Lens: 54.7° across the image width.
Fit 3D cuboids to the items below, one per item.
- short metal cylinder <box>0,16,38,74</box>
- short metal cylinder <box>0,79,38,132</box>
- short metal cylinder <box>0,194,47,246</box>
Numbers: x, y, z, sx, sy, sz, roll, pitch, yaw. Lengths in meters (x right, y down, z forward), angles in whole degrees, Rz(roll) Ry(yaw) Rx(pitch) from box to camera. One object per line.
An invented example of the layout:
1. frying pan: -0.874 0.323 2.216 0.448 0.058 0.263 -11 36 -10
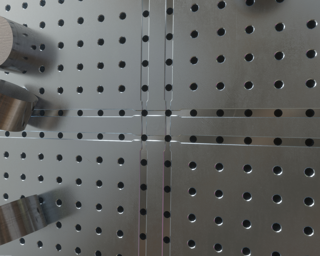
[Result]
1. short metal cylinder: -0.241 -0.128 0.482 0.080 0.050 0.079 0 90 19
2. short metal cylinder: -0.232 -0.036 0.463 0.080 0.080 0.050 31 100 17
3. short metal cylinder: -0.215 0.137 0.457 0.080 0.080 0.050 -23 83 18
